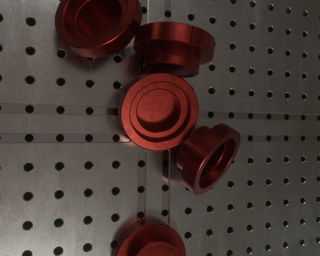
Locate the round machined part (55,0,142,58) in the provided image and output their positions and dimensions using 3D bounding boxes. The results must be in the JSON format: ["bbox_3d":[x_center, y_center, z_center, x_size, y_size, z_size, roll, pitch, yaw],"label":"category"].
[{"bbox_3d":[-0.067,-0.124,0.362,0.098,0.042,0.098,-4,71,13],"label":"round machined part"}]

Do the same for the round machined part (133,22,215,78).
[{"bbox_3d":[0.016,-0.090,0.380,0.099,0.098,0.042,9,86,-20],"label":"round machined part"}]

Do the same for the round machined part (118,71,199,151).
[{"bbox_3d":[-0.004,-0.024,0.395,0.099,0.042,0.097,-4,106,-15],"label":"round machined part"}]

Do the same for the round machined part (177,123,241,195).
[{"bbox_3d":[0.060,0.036,0.409,0.099,0.042,0.097,-35,144,-31],"label":"round machined part"}]

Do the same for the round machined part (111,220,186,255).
[{"bbox_3d":[-0.011,0.174,0.401,0.099,0.042,0.097,0,90,-21],"label":"round machined part"}]
